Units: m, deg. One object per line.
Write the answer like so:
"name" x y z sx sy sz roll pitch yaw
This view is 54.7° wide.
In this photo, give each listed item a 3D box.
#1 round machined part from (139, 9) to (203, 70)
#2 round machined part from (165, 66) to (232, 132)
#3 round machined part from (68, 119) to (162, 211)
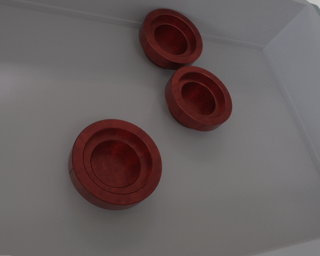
"round machined part" 0.013 -0.130 0.477 0.099 0.042 0.098 11 63 -22
"round machined part" 0.051 -0.038 0.445 0.099 0.042 0.098 14 56 -21
"round machined part" -0.051 0.042 0.341 0.099 0.042 0.098 14 56 -21
